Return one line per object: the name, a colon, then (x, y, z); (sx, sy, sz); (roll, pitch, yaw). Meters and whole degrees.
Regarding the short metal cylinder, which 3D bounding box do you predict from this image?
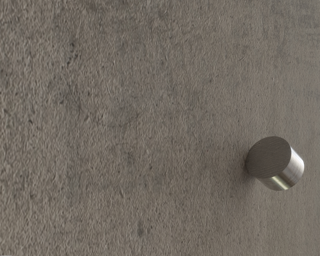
short metal cylinder: (0.198, 0.061, 0.534); (0.050, 0.080, 0.080); (38, 67, -34)
